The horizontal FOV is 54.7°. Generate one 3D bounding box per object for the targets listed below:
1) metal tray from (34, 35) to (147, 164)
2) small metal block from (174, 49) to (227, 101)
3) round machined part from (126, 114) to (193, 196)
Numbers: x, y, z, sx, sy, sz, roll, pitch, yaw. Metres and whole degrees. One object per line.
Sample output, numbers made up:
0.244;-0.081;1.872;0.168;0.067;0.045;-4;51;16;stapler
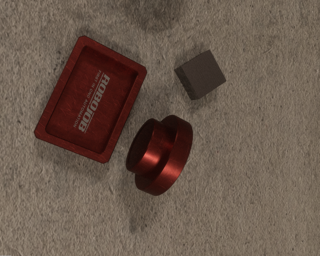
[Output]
-0.082;-0.033;0.376;0.090;0.030;0.130;25;82;-19;metal tray
0.056;-0.073;0.431;0.050;0.025;0.050;-34;101;-17;small metal block
-0.006;0.027;0.369;0.042;0.098;0.098;27;81;-18;round machined part
